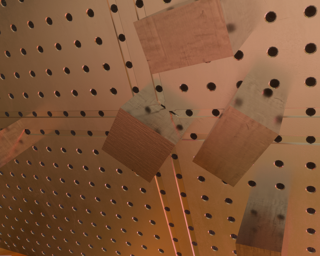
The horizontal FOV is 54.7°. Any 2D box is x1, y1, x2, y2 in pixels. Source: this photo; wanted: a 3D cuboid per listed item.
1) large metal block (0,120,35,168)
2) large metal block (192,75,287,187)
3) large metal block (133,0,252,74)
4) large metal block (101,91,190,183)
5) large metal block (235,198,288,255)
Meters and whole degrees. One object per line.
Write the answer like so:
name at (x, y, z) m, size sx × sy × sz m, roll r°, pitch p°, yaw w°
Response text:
large metal block at (-0.287, 0.037, 0.547) m, size 0.080 × 0.080 × 0.050 m, roll -19°, pitch 108°, yaw 35°
large metal block at (0.086, 0.001, 0.331) m, size 0.050 × 0.080 × 0.079 m, roll 32°, pitch 128°, yaw 7°
large metal block at (0.035, -0.096, 0.297) m, size 0.080 × 0.080 × 0.050 m, roll -7°, pitch 115°, yaw 31°
large metal block at (-0.020, 0.013, 0.412) m, size 0.080 × 0.050 × 0.079 m, roll 34°, pitch 129°, yaw 5°
large metal block at (0.134, 0.151, 0.398) m, size 0.050 × 0.080 × 0.079 m, roll 2°, pitch 120°, yaw 27°
